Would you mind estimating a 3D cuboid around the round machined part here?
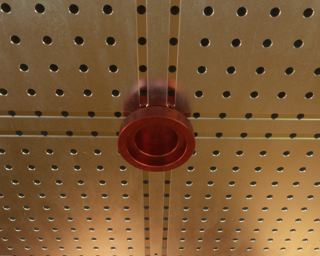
[{"bbox_3d":[-0.005,0.010,0.408,0.099,0.042,0.097,0,130,0],"label":"round machined part"}]
